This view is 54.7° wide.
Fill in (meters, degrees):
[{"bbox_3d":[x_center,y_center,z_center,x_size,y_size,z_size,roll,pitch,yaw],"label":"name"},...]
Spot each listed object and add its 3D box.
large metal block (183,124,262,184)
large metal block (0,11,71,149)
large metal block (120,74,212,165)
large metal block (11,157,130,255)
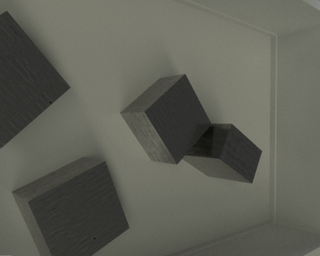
[{"bbox_3d":[0.083,0.035,0.441,0.080,0.080,0.050,36,68,-34],"label":"large metal block"},{"bbox_3d":[-0.143,-0.040,0.270,0.080,0.050,0.080,-50,120,-28],"label":"large metal block"},{"bbox_3d":[0.010,-0.012,0.398,0.080,0.050,0.080,-46,118,-30],"label":"large metal block"},{"bbox_3d":[-0.089,0.085,0.316,0.081,0.050,0.080,-28,108,-37],"label":"large metal block"}]
